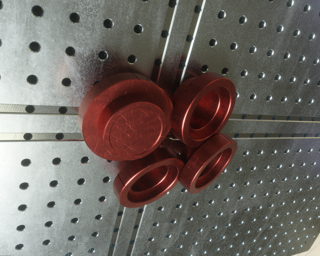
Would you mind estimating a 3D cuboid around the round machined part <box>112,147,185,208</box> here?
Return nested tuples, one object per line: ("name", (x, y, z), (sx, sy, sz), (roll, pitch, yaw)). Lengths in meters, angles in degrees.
("round machined part", (-0.019, 0.060, 0.417), (0.099, 0.042, 0.097), (-24, 144, -18))

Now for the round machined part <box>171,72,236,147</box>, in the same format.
("round machined part", (0.050, -0.027, 0.401), (0.099, 0.042, 0.097), (-28, 136, -30))

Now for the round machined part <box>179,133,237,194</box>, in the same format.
("round machined part", (0.063, 0.045, 0.449), (0.099, 0.042, 0.097), (-35, 150, -24))

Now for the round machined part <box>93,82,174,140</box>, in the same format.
("round machined part", (-0.036, -0.016, 0.371), (0.099, 0.042, 0.097), (-14, 125, -21))

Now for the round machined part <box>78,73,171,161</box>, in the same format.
("round machined part", (-0.032, -0.005, 0.326), (0.099, 0.042, 0.097), (-14, 125, -21))
